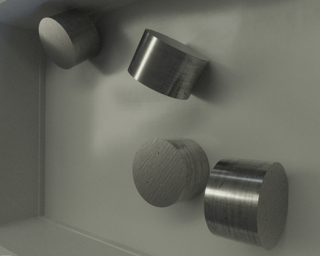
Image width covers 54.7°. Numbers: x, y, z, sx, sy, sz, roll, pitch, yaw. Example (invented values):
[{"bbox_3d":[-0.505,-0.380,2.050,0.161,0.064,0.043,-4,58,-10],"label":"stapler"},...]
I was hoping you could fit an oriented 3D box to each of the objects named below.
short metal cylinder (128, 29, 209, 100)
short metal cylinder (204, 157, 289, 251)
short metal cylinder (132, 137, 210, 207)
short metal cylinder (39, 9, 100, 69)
[{"bbox_3d":[0.009,-0.075,0.362,0.080,0.081,0.050,40,115,32],"label":"short metal cylinder"},{"bbox_3d":[0.086,0.070,0.299,0.050,0.081,0.079,2,91,40],"label":"short metal cylinder"},{"bbox_3d":[0.013,0.052,0.378,0.080,0.050,0.079,0,90,39],"label":"short metal cylinder"},{"bbox_3d":[-0.141,-0.138,0.482,0.080,0.050,0.079,25,135,28],"label":"short metal cylinder"}]
